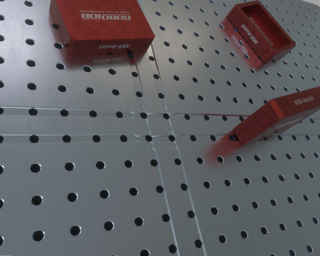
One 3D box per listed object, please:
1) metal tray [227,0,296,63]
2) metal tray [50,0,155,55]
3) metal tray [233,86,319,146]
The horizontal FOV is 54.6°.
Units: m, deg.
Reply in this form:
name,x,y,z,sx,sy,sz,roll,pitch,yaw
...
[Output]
name,x,y,z,sx,sy,sz,roll,pitch,yaw
metal tray,0.209,-0.201,0.638,0.091,0.030,0.130,-26,76,-37
metal tray,-0.082,-0.154,0.454,0.131,0.030,0.090,-13,68,-33
metal tray,0.187,-0.019,0.477,0.131,0.090,0.030,-15,70,-34
